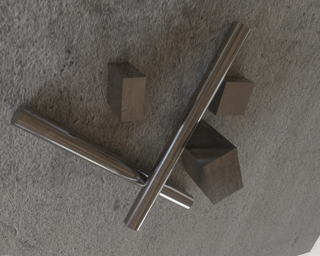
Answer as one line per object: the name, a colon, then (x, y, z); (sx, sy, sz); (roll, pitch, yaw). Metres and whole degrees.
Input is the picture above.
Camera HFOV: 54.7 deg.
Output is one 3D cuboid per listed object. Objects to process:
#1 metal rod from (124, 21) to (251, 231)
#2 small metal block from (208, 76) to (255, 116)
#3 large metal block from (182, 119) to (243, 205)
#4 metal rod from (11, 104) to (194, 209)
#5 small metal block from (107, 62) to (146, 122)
metal rod: (0.032, 0.003, 0.407); (0.025, 0.025, 0.299); (22, 100, -37)
small metal block: (0.099, -0.045, 0.435); (0.050, 0.025, 0.050); (-2, 119, -28)
large metal block: (0.069, 0.047, 0.440); (0.050, 0.080, 0.080); (-28, 128, -11)
metal rod: (-0.051, 0.053, 0.413); (0.025, 0.025, 0.301); (-50, 129, 6)
small metal block: (-0.039, -0.041, 0.345); (0.025, 0.050, 0.050); (-8, 122, -25)
